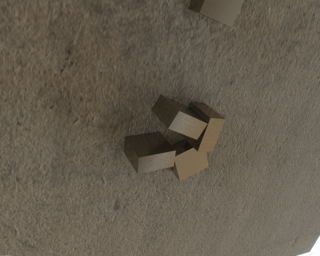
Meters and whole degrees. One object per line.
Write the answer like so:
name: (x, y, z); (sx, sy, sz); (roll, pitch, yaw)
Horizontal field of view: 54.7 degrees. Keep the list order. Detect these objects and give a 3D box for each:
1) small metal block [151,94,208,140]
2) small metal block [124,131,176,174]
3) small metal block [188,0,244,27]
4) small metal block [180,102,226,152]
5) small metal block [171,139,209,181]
small metal block: (0.024, -0.014, 0.397); (0.050, 0.050, 0.025); (21, 107, -36)
small metal block: (-0.014, 0.031, 0.403); (0.050, 0.050, 0.025); (-9, 122, -24)
small metal block: (0.068, -0.150, 0.353); (0.050, 0.025, 0.050); (10, 114, -33)
small metal block: (0.057, -0.002, 0.422); (0.025, 0.050, 0.050); (3, 117, -30)
small metal block: (0.041, 0.043, 0.458); (0.050, 0.025, 0.050); (-25, 128, -13)
